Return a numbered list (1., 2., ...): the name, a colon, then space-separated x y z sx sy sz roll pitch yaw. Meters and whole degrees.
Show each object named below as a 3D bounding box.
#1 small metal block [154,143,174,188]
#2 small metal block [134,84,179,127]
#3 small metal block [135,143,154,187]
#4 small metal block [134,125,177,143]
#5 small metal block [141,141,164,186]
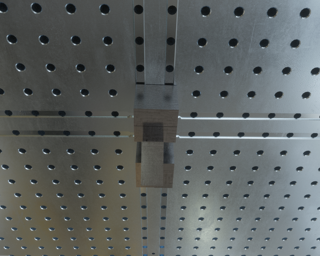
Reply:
1. small metal block: 0.005 0.049 0.435 0.025 0.050 0.050 1 130 -1
2. small metal block: -0.005 -0.028 0.371 0.050 0.050 0.025 2 130 -2
3. small metal block: -0.020 0.048 0.436 0.025 0.050 0.050 1 130 -1
4. small metal block: -0.006 -0.008 0.387 0.050 0.050 0.025 2 130 -2
5. small metal block: -0.009 0.041 0.376 0.025 0.050 0.050 1 88 0
